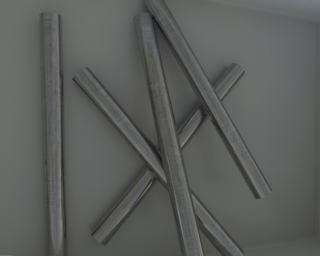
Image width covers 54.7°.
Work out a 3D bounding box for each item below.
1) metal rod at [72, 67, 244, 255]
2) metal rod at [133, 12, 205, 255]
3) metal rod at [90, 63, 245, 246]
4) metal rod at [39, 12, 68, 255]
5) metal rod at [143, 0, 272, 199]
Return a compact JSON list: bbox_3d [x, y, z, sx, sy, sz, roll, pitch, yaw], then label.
[{"bbox_3d":[0.000,0.049,0.383,0.025,0.025,0.300,-41,94,-15],"label":"metal rod"},{"bbox_3d":[0.007,0.000,0.372,0.025,0.025,0.299,-7,77,-20],"label":"metal rod"},{"bbox_3d":[0.018,0.026,0.417,0.025,0.025,0.300,44,76,-15],"label":"metal rod"},{"bbox_3d":[-0.125,0.018,0.364,0.025,0.025,0.298,-1,91,-20],"label":"metal rod"},{"bbox_3d":[0.062,-0.043,0.408,0.025,0.025,0.299,-30,91,-18],"label":"metal rod"}]
